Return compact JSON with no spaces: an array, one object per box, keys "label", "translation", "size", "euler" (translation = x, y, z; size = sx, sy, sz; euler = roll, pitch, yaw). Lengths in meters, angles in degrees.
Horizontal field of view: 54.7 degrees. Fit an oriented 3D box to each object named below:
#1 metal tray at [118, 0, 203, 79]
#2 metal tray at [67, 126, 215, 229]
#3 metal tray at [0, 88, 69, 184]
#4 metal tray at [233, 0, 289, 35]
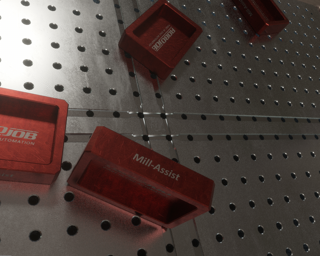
[{"label":"metal tray","translation":[0.005,-0.147,0.498],"size":[0.090,0.030,0.130],"euler":[37,51,-4]},{"label":"metal tray","translation":[-0.022,0.057,0.321],"size":[0.131,0.090,0.030],"euler":[27,52,-12]},{"label":"metal tray","translation":[-0.166,0.004,0.313],"size":[0.131,0.030,0.090],"euler":[11,57,-23]},{"label":"metal tray","translation":[0.219,-0.270,0.691],"size":[0.091,0.030,0.130],"euler":[-18,72,-35]}]
